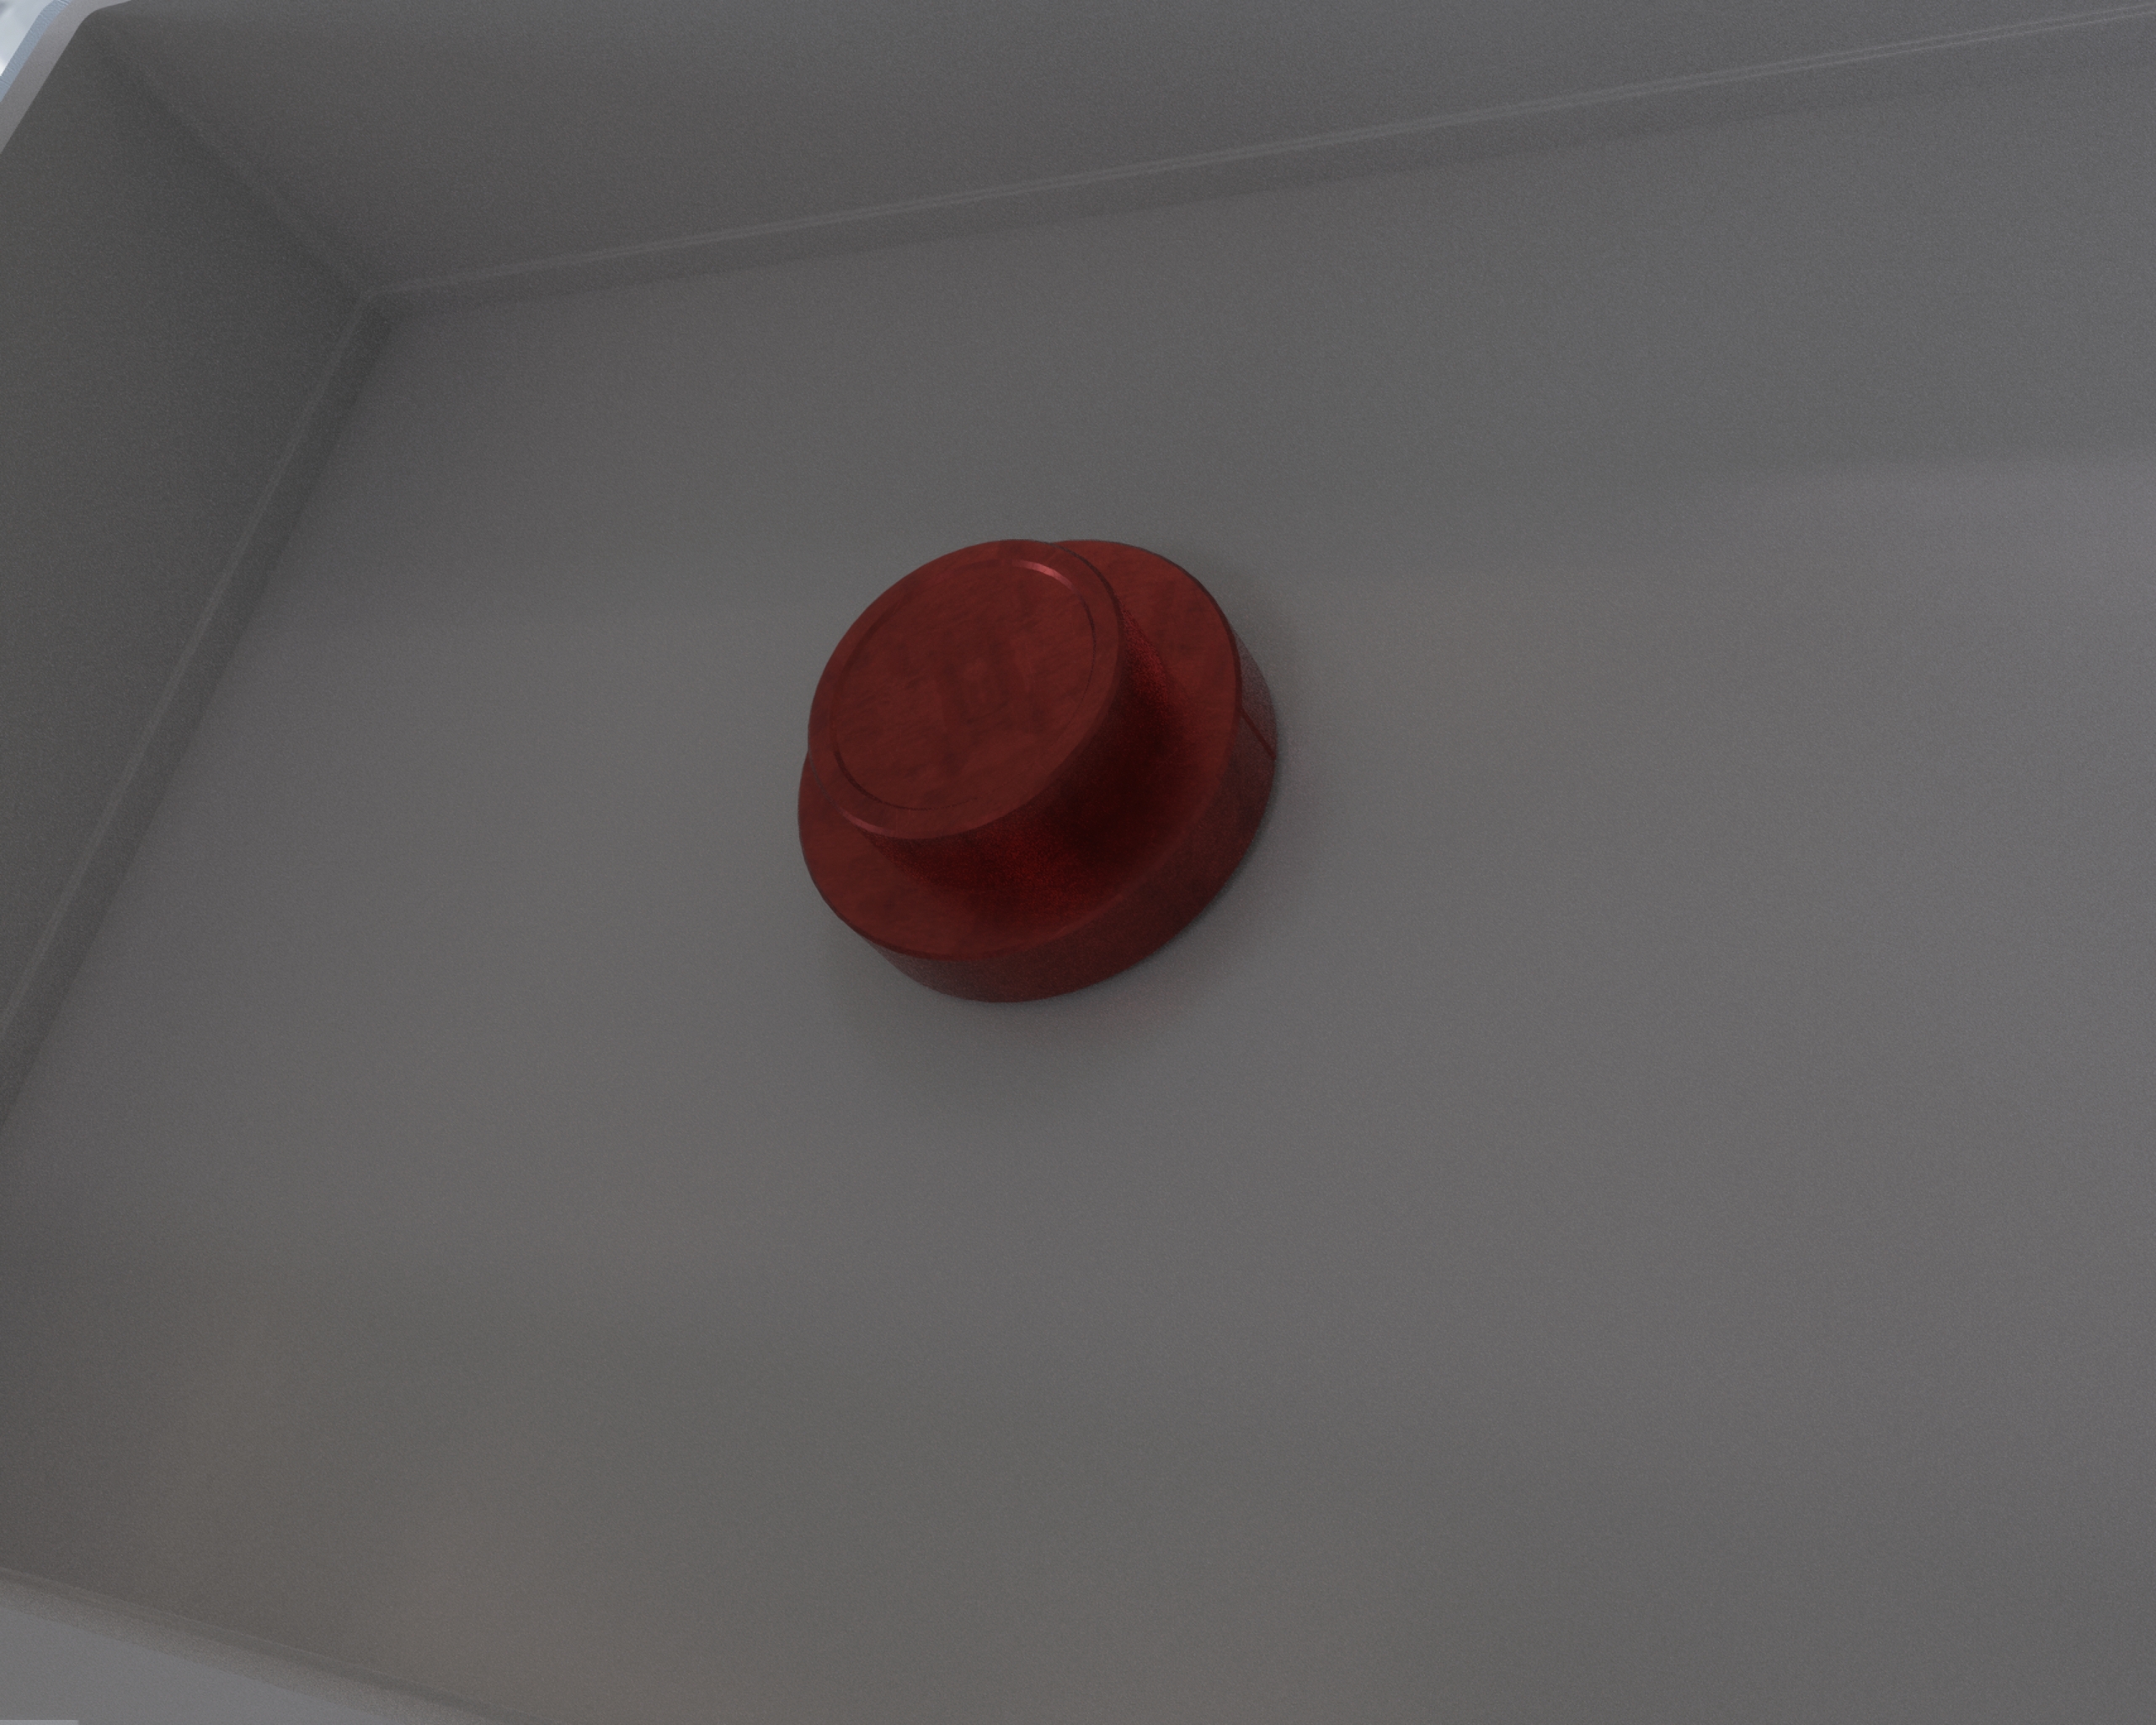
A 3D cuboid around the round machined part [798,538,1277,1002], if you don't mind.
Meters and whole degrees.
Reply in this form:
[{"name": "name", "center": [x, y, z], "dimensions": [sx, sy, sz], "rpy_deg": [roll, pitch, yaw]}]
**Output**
[{"name": "round machined part", "center": [-0.014, -0.025, 0.414], "dimensions": [0.098, 0.042, 0.098], "rpy_deg": [-13, 56, 21]}]
